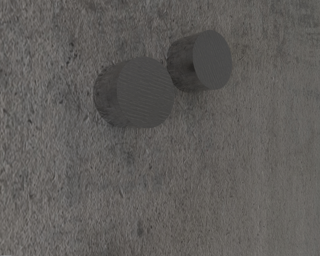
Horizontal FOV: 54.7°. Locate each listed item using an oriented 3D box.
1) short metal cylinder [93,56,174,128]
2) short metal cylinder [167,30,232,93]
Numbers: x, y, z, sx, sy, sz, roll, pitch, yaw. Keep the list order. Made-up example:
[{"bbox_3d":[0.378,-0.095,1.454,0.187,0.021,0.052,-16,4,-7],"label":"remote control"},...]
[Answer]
[{"bbox_3d":[-0.030,-0.040,0.363,0.081,0.050,0.080,0,90,-40],"label":"short metal cylinder"},{"bbox_3d":[0.056,-0.091,0.435,0.081,0.050,0.080,0,90,-40],"label":"short metal cylinder"}]
